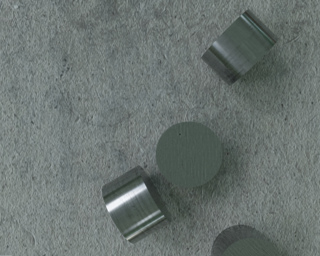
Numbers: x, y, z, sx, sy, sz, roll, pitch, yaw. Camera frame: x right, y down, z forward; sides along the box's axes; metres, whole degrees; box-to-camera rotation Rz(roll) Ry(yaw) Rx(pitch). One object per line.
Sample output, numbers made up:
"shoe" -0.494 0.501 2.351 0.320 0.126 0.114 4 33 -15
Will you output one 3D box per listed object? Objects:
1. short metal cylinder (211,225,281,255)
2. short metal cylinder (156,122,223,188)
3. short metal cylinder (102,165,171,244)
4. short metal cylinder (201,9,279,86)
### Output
"short metal cylinder" 0.110 0.172 0.398 0.081 0.050 0.080 0 90 0
"short metal cylinder" 0.035 0.032 0.398 0.081 0.050 0.080 0 90 0
"short metal cylinder" -0.028 0.093 0.382 0.050 0.080 0.080 -31 90 0
"short metal cylinder" 0.097 -0.098 0.383 0.080 0.080 0.050 -45 90 0
